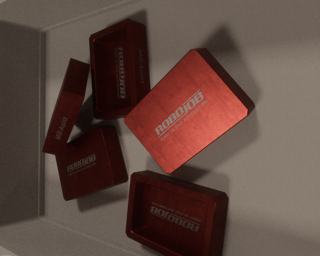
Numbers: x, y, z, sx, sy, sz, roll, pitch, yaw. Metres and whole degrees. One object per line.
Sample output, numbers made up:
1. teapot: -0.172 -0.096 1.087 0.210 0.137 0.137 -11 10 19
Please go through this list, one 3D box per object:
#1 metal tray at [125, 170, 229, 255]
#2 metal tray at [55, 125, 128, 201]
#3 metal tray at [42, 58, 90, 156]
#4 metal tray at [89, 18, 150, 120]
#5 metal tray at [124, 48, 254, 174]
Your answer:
1. metal tray: 0.016 0.111 0.388 0.130 0.030 0.089 10 96 39
2. metal tray: -0.114 0.058 0.495 0.130 0.030 0.090 -25 75 37
3. metal tray: -0.145 -0.030 0.477 0.129 0.030 0.090 -57 26 37
4. metal tray: -0.060 -0.081 0.450 0.090 0.030 0.129 -7 86 39
5. metal tray: 0.029 -0.017 0.359 0.090 0.030 0.129 50 121 4
